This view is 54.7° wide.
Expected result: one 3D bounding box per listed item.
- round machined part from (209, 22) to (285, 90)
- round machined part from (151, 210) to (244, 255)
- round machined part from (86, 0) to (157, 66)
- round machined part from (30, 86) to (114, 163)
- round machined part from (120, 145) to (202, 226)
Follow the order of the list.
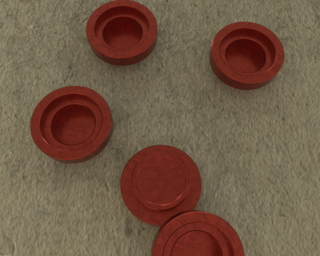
[{"bbox_3d":[0.118,-0.097,0.436,0.099,0.042,0.098,0,70,-1],"label":"round machined part"},{"bbox_3d":[0.039,0.141,0.342,0.099,0.042,0.098,1,79,-5],"label":"round machined part"},{"bbox_3d":[-0.053,-0.131,0.447,0.099,0.042,0.098,0,70,-1],"label":"round machined part"},{"bbox_3d":[-0.109,-0.002,0.398,0.099,0.042,0.098,0,70,-1],"label":"round machined part"},{"bbox_3d":[0.001,0.067,0.375,0.099,0.042,0.098,0,70,0],"label":"round machined part"}]
